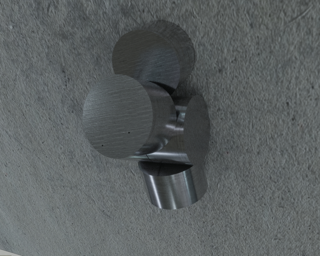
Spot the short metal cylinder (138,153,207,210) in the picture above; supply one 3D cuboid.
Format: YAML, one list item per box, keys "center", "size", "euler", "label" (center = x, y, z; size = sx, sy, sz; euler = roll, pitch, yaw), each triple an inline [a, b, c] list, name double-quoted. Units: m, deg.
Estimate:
- center: [0.017, 0.059, 0.399]
  size: [0.080, 0.080, 0.050]
  euler: [0, 118, 28]
  label: "short metal cylinder"

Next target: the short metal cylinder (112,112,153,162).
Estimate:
- center: [-0.025, 0.001, 0.386]
  size: [0.050, 0.080, 0.079]
  euler: [1, 119, 27]
  label: "short metal cylinder"

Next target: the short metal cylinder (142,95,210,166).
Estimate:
- center: [0.021, 0.002, 0.361]
  size: [0.050, 0.080, 0.080]
  euler: [1, 119, 28]
  label: "short metal cylinder"

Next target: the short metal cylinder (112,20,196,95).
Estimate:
- center: [-0.006, -0.076, 0.348]
  size: [0.080, 0.050, 0.079]
  euler: [13, 124, 20]
  label: "short metal cylinder"

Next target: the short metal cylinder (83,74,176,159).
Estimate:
- center: [-0.030, -0.011, 0.315]
  size: [0.080, 0.050, 0.079]
  euler: [0, 90, 27]
  label: "short metal cylinder"
